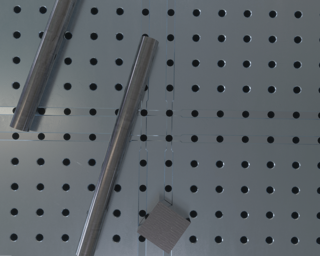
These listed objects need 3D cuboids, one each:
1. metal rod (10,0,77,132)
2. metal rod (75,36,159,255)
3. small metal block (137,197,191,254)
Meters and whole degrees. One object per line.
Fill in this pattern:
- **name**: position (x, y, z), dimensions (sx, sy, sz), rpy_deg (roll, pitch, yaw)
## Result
- **metal rod**: position (-0.135, -0.139, 0.412), dimensions (0.025, 0.025, 0.299), rpy_deg (20, 90, 0)
- **metal rod**: position (-0.057, 0.025, 0.412), dimensions (0.025, 0.025, 0.298), rpy_deg (17, 90, 0)
- **small metal block**: position (0.005, 0.129, 0.414), dimensions (0.050, 0.025, 0.050), rpy_deg (35, 90, 0)
